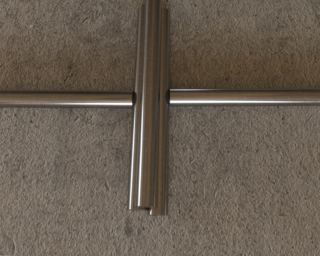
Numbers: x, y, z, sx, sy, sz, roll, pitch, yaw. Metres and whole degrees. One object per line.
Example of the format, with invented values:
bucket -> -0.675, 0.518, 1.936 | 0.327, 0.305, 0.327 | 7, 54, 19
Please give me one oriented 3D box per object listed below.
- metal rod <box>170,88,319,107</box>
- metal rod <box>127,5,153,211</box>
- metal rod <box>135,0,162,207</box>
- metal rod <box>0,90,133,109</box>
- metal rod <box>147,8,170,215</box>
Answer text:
metal rod -> 0.164, -0.042, 0.427 | 0.302, 0.025, 0.025 | 0, 70, -1
metal rod -> -0.024, -0.041, 0.425 | 0.025, 0.025, 0.299 | 1, 70, 0
metal rod -> -0.013, -0.050, 0.406 | 0.025, 0.025, 0.299 | 1, 70, 0
metal rod -> -0.188, -0.040, 0.421 | 0.302, 0.025, 0.025 | 0, 70, -1
metal rod -> 0.000, -0.036, 0.423 | 0.025, 0.025, 0.299 | 1, 70, 0
